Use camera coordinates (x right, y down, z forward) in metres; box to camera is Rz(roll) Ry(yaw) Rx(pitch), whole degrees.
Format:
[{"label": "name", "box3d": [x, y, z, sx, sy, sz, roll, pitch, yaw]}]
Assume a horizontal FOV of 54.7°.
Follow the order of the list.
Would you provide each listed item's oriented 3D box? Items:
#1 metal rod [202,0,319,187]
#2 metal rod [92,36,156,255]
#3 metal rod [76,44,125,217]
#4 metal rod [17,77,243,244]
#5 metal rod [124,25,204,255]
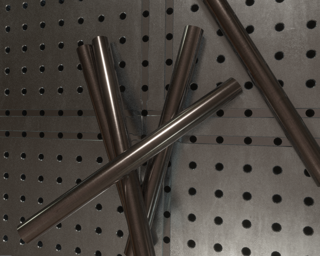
[{"label": "metal rod", "box3d": [0.117, -0.069, 0.371, 0.025, 0.025, 0.299, -31, 80, 17]}, {"label": "metal rod", "box3d": [-0.051, 0.015, 0.398, 0.025, 0.025, 0.299, -20, 72, 18]}, {"label": "metal rod", "box3d": [-0.064, 0.026, 0.434, 0.025, 0.025, 0.299, -19, 84, 18]}, {"label": "metal rod", "box3d": [-0.029, 0.034, 0.364, 0.301, 0.025, 0.025, -35, 78, -6]}, {"label": "metal rod", "box3d": [0.005, 0.018, 0.396, 0.025, 0.025, 0.298, 15, 90, 19]}]
